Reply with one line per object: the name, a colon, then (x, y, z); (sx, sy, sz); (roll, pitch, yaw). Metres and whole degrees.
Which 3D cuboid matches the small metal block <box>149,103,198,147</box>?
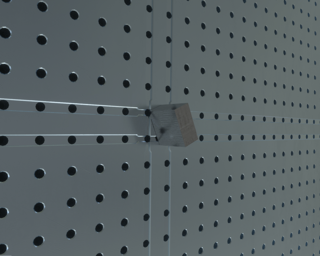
small metal block: (0.017, -0.004, 0.406); (0.025, 0.050, 0.050); (-28, 108, -36)
